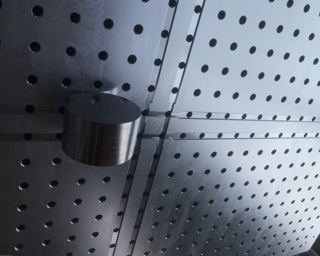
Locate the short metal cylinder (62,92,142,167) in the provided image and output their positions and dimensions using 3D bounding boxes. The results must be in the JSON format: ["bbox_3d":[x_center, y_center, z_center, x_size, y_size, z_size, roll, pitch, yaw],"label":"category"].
[{"bbox_3d":[-0.065,-0.001,0.341,0.081,0.080,0.050,-2,119,-28],"label":"short metal cylinder"}]
